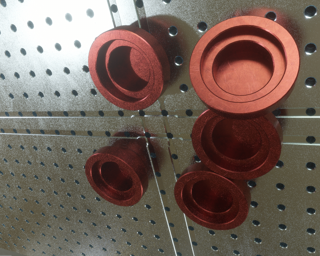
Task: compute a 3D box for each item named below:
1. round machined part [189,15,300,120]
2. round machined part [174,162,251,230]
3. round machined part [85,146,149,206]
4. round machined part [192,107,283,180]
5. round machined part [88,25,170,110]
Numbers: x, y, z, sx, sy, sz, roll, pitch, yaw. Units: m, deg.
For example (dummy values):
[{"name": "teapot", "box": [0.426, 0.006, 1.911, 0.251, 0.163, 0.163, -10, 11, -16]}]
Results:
[{"name": "round machined part", "box": [0.081, -0.055, 0.302, 0.098, 0.042, 0.098, -4, 75, 17]}, {"name": "round machined part", "box": [0.072, 0.085, 0.414, 0.098, 0.042, 0.097, 13, 124, 20]}, {"name": "round machined part", "box": [-0.061, 0.068, 0.473, 0.098, 0.042, 0.097, 13, 124, 20]}, {"name": "round machined part", "box": [0.090, 0.008, 0.357, 0.098, 0.042, 0.097, 13, 124, 20]}, {"name": "round machined part", "box": [-0.033, -0.074, 0.371, 0.098, 0.042, 0.097, 13, 124, 20]}]
